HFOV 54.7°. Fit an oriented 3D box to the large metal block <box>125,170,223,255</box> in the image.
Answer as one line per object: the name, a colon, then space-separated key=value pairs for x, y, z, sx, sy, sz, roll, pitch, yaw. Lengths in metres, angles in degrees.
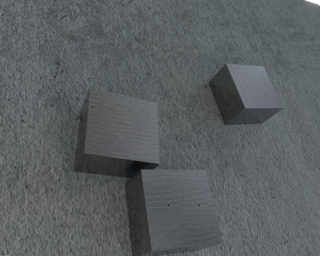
large metal block: x=0.012 y=0.092 z=0.338 sx=0.081 sy=0.050 sz=0.080 roll=4 pitch=60 yaw=-26

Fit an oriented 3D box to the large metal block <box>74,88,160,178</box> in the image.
large metal block: x=-0.049 y=0.009 z=0.356 sx=0.081 sy=0.050 sz=0.080 roll=11 pitch=57 yaw=-22

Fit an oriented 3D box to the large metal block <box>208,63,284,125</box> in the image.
large metal block: x=0.135 y=-0.053 z=0.492 sx=0.081 sy=0.050 sz=0.080 roll=-2 pitch=63 yaw=-29
